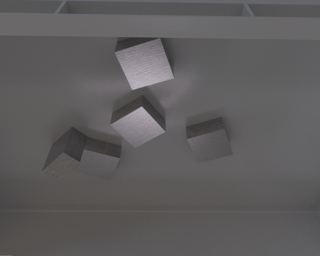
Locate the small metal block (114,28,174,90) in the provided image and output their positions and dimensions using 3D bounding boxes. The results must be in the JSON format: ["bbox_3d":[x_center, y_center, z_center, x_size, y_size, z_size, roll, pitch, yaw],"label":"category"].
[{"bbox_3d":[-0.016,-0.076,0.344,0.050,0.025,0.050,-14,129,11],"label":"small metal block"}]

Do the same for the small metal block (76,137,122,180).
[{"bbox_3d":[-0.088,0.045,0.446,0.050,0.025,0.050,16,128,-14],"label":"small metal block"}]

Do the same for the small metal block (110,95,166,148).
[{"bbox_3d":[-0.028,-0.008,0.402,0.050,0.025,0.050,-28,125,22],"label":"small metal block"}]

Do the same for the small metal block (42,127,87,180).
[{"bbox_3d":[-0.129,0.034,0.420,0.050,0.050,0.025,-37,121,27],"label":"small metal block"}]

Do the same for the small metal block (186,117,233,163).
[{"bbox_3d":[0.068,0.017,0.424,0.050,0.025,0.050,-16,129,13],"label":"small metal block"}]
